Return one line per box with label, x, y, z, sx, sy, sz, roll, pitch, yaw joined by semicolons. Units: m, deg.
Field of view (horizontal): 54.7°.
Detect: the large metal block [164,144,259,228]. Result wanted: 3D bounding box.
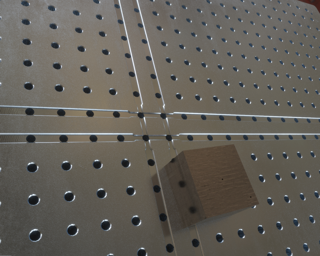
large metal block;0.062;0.070;0.385;0.081;0.050;0.080;-4;64;-31
